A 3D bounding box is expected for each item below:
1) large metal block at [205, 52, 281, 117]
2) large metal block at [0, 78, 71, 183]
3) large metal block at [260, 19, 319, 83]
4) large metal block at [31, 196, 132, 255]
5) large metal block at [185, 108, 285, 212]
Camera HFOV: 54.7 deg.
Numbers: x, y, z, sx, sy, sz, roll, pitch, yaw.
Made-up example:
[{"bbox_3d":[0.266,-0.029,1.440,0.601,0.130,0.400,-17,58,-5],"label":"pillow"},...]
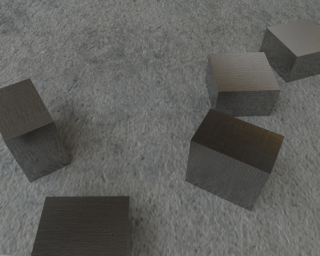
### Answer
[{"bbox_3d":[0.113,-0.062,0.441,0.081,0.050,0.080,-2,50,-2],"label":"large metal block"},{"bbox_3d":[-0.152,0.003,0.363,0.050,0.080,0.080,-26,55,-20],"label":"large metal block"},{"bbox_3d":[0.221,-0.125,0.495,0.081,0.050,0.080,-15,52,-13],"label":"large metal block"},{"bbox_3d":[-0.069,0.112,0.292,0.081,0.050,0.080,0,50,-1],"label":"large metal block"},{"bbox_3d":[0.077,0.036,0.339,0.080,0.080,0.050,23,54,18],"label":"large metal block"}]
